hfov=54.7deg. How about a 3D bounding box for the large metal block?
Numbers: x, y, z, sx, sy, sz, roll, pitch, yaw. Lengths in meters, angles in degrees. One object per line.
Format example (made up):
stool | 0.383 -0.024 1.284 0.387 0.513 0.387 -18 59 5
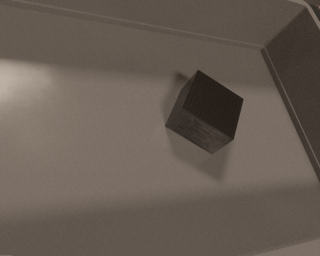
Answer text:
large metal block | 0.064 -0.022 0.440 0.080 0.050 0.080 31 52 -9
